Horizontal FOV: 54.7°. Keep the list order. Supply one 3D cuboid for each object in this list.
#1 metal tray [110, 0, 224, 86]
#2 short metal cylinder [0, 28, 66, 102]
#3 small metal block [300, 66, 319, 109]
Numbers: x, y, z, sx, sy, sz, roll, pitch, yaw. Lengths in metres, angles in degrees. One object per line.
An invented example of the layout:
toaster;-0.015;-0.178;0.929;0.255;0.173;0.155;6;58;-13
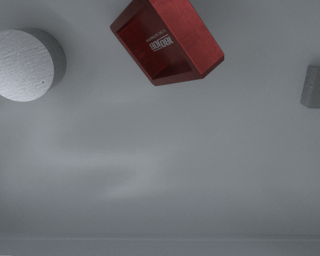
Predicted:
metal tray;0.000;-0.091;0.322;0.030;0.130;0.090;-43;107;-13
short metal cylinder;-0.159;-0.076;0.368;0.081;0.050;0.079;0;110;-1
small metal block;0.214;-0.051;0.396;0.050;0.025;0.050;3;110;-2
